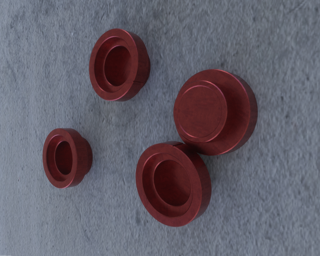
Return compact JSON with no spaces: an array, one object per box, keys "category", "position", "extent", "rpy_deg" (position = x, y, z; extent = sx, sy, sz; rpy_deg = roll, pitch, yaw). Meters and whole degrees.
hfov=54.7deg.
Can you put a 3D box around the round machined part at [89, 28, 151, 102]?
[{"category":"round machined part","position":[-0.052,-0.085,0.435],"extent":[0.098,0.042,0.097],"rpy_deg":[0,90,39]}]

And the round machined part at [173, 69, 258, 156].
[{"category":"round machined part","position":[0.054,-0.017,0.348],"extent":[0.098,0.042,0.097],"rpy_deg":[0,90,39]}]

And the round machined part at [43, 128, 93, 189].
[{"category":"round machined part","position":[-0.150,0.049,0.514],"extent":[0.098,0.042,0.097],"rpy_deg":[0,90,39]}]

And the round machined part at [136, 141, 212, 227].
[{"category":"round machined part","position":[0.020,0.063,0.371],"extent":[0.098,0.042,0.097],"rpy_deg":[7,100,40]}]
